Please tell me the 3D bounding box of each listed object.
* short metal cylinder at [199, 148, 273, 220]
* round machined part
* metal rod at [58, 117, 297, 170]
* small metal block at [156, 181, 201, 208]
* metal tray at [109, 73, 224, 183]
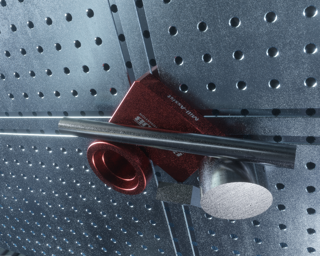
[{"bbox_3d":[0.088,0.067,0.370,0.080,0.050,0.079,2,135,2],"label":"short metal cylinder"},{"bbox_3d":[-0.053,0.047,0.449,0.098,0.042,0.097,18,133,21],"label":"round machined part"},{"bbox_3d":[0.002,0.013,0.377,0.301,0.025,0.025,7,122,24],"label":"metal rod"},{"bbox_3d":[0.029,0.094,0.435,0.050,0.025,0.050,2,163,26],"label":"small metal block"},{"bbox_3d":[0.006,0.002,0.406,0.130,0.030,0.089,40,129,0],"label":"metal tray"}]
